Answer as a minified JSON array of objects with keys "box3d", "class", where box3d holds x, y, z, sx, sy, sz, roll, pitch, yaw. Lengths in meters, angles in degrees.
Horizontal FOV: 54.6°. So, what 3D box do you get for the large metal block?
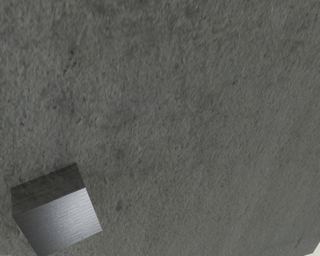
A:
[{"box3d":[-0.126,0.102,0.384,0.081,0.050,0.080,-21,127,-16],"class":"large metal block"}]
